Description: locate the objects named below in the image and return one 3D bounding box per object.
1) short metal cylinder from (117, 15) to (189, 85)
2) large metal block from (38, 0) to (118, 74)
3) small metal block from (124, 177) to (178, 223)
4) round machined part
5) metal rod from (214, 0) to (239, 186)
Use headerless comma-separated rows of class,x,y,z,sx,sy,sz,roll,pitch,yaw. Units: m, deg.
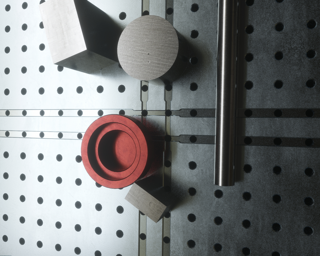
short metal cylinder,-0.007,-0.098,0.401,0.080,0.050,0.079,0,90,19
large metal block,-0.108,-0.125,0.420,0.050,0.080,0.080,-18,84,19
small metal block,-0.010,0.091,0.402,0.050,0.050,0.025,34,101,16
round machined part,-0.054,0.030,0.421,0.098,0.042,0.097,0,90,19
metal rod,0.083,-0.079,0.382,0.025,0.025,0.298,1,90,19
